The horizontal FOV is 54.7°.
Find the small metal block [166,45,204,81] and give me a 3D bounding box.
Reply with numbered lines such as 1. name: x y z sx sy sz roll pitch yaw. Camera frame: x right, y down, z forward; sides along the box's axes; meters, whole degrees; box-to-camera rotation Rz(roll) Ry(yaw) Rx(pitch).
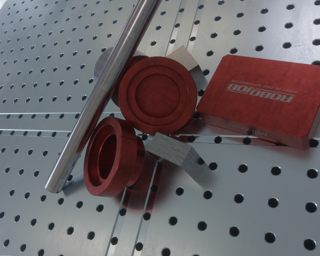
1. small metal block: 0.027 -0.084 0.445 0.050 0.025 0.050 -33 51 6

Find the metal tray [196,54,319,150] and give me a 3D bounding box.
1. metal tray: 0.120 -0.036 0.364 0.130 0.030 0.090 17 71 34

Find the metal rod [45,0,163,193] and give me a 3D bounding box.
1. metal rod: -0.077 -0.037 0.392 0.025 0.025 0.298 47 114 39

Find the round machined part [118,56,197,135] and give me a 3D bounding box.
1. round machined part: -0.003 -0.041 0.403 0.099 0.042 0.097 0 97 0

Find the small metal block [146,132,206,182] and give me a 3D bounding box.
1. small metal block: 0.019 0.034 0.361 0.050 0.050 0.025 22 74 36

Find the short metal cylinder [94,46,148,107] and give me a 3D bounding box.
1. short metal cylinder: -0.046 -0.072 0.439 0.080 0.080 0.050 -46 46 -3

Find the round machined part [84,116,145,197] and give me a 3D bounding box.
1. round machined part: -0.054 0.037 0.386 0.098 0.042 0.098 -26 56 47
